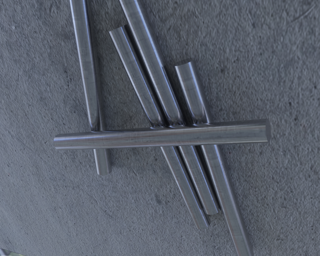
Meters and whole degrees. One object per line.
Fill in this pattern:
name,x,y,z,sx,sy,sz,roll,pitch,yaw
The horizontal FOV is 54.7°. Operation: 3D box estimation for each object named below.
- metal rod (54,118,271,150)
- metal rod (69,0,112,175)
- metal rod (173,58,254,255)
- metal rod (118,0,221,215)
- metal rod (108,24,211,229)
metal rod,-0.020,0.012,0.390,0.300,0.025,0.025,-4,117,30
metal rod,-0.092,-0.060,0.418,0.025,0.025,0.298,12,124,21
metal rod,0.076,0.056,0.401,0.025,0.025,0.299,-7,115,31
metal rod,0.020,-0.015,0.386,0.025,0.025,0.299,-10,114,32
metal rod,0.007,0.013,0.410,0.025,0.025,0.299,-11,113,33
